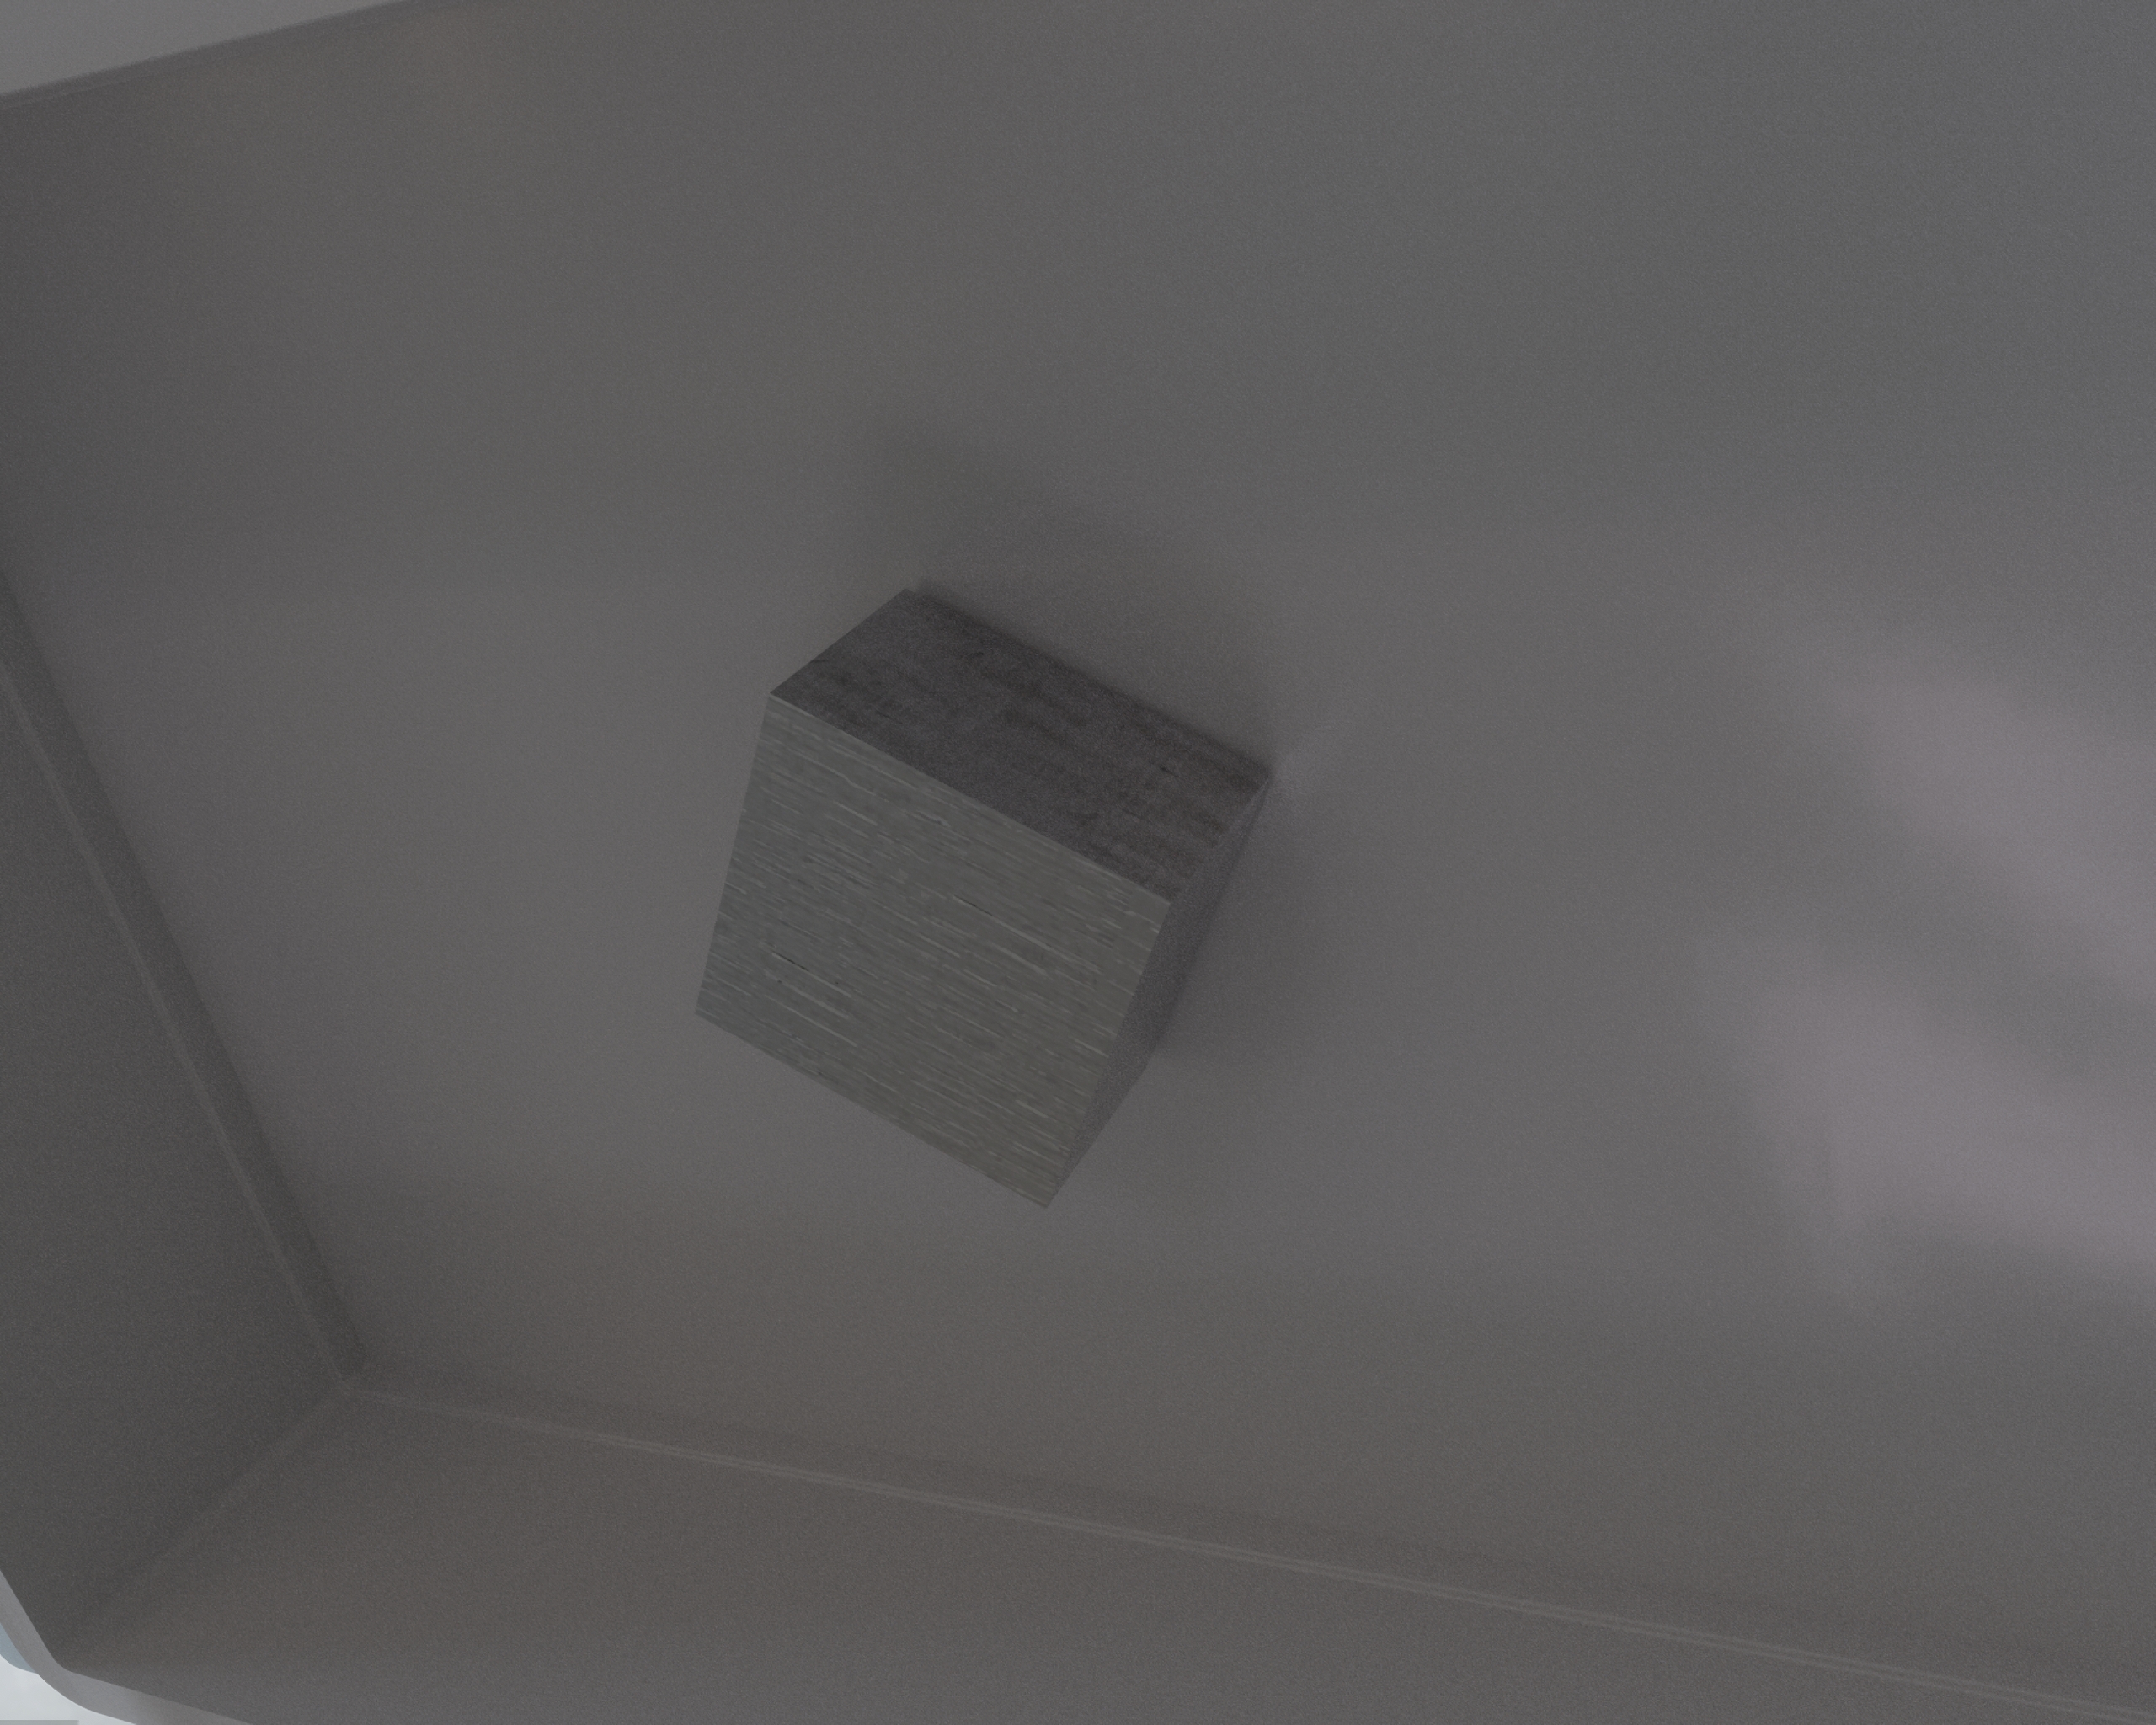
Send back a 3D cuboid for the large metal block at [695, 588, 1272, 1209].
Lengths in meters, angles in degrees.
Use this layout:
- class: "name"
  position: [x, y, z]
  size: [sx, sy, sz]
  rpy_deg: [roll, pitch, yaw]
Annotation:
- class: "large metal block"
  position: [-0.020, 0.007, 0.403]
  size: [0.080, 0.050, 0.079]
  rpy_deg: [28, 127, 10]
